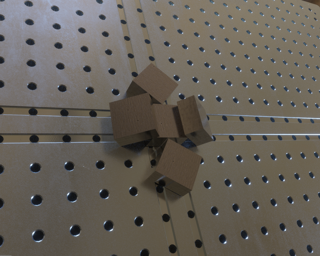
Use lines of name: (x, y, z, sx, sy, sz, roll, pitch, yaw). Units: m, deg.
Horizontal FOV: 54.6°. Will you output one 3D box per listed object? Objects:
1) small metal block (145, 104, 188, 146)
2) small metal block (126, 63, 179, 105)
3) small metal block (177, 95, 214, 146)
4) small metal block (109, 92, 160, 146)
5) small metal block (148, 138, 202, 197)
small metal block: (0.004, -0.004, 0.412, 0.050, 0.025, 0.050, 1, 60, -28)
small metal block: (-0.010, -0.056, 0.437, 0.050, 0.025, 0.050, 39, 50, -1)
small metal block: (0.048, -0.009, 0.422, 0.050, 0.025, 0.050, 39, 34, -58)
small metal block: (-0.032, -0.010, 0.381, 0.050, 0.025, 0.050, -14, 65, 5)
small metal block: (0.019, 0.049, 0.387, 0.050, 0.025, 0.050, 29, 53, -8)
